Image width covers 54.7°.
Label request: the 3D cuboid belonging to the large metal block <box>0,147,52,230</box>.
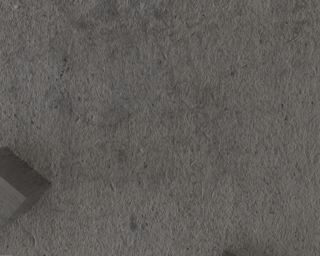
[{"bbox_3d":[-0.194,0.070,0.381,0.080,0.080,0.050,40,90,0],"label":"large metal block"}]

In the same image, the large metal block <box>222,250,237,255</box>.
[{"bbox_3d":[0.108,0.219,0.398,0.080,0.050,0.080,24,90,0],"label":"large metal block"}]
